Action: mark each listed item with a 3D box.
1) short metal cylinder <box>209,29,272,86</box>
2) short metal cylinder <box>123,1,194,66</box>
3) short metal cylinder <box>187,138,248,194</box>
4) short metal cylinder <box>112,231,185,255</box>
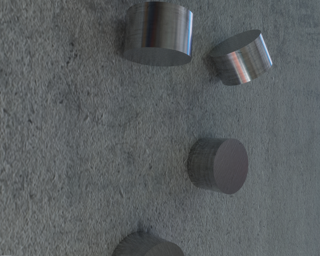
[{"bbox_3d":[0.122,-0.107,0.471,0.080,0.080,0.050,-45,117,-31],"label":"short metal cylinder"},{"bbox_3d":[-0.001,-0.108,0.367,0.081,0.080,0.050,6,86,-40],"label":"short metal cylinder"},{"bbox_3d":[0.087,0.055,0.461,0.081,0.050,0.080,0,90,-40],"label":"short metal cylinder"},{"bbox_3d":[-0.015,0.172,0.377,0.081,0.050,0.080,0,90,-40],"label":"short metal cylinder"}]
